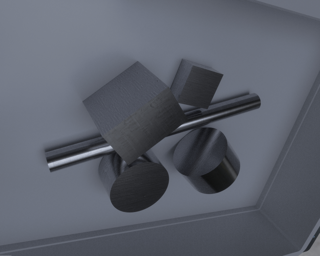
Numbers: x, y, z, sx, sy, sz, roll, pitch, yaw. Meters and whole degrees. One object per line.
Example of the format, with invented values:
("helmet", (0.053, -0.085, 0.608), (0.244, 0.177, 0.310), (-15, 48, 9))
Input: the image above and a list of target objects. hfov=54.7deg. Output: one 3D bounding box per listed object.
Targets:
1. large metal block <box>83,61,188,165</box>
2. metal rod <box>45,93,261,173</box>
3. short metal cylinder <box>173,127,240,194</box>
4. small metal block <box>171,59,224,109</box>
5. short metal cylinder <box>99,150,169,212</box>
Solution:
("large metal block", (-0.029, -0.019, 0.345), (0.080, 0.080, 0.050), (-37, 130, -4))
("metal rod", (0.006, 0.000, 0.412), (0.302, 0.025, 0.025), (-16, 125, -20))
("short metal cylinder", (0.066, 0.046, 0.438), (0.080, 0.080, 0.050), (-40, 130, -1))
("small metal block", (0.046, -0.056, 0.399), (0.050, 0.025, 0.050), (9, 114, -33))
("short metal cylinder", (-0.035, 0.065, 0.412), (0.081, 0.050, 0.079), (-14, 125, -21))
